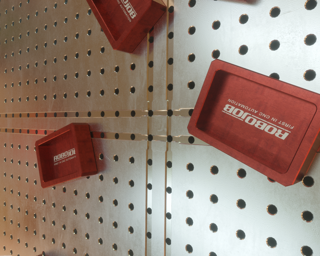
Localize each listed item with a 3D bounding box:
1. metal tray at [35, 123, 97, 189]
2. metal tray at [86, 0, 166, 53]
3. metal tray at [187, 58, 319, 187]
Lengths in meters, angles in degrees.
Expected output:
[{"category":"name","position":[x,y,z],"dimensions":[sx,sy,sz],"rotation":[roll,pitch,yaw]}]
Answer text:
[{"category":"metal tray","position":[-0.169,0.051,0.547],"dimensions":[0.130,0.030,0.090],"rotation":[-21,77,38]},{"category":"metal tray","position":[-0.056,-0.187,0.453],"dimensions":[0.090,0.030,0.130],"rotation":[-43,64,31]},{"category":"metal tray","position":[0.099,-0.010,0.324],"dimensions":[0.130,0.030,0.089],"rotation":[30,109,36]}]
